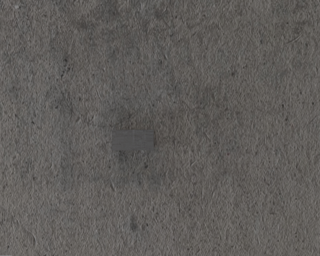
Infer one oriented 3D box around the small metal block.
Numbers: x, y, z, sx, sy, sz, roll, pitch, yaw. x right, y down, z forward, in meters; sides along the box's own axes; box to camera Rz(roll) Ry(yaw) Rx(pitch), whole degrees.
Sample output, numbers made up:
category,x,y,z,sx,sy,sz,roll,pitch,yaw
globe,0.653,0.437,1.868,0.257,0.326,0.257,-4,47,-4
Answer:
category,x,y,z,sx,sy,sz,roll,pitch,yaw
small metal block,-0.033,0.014,0.397,0.050,0.050,0.025,0,90,0
